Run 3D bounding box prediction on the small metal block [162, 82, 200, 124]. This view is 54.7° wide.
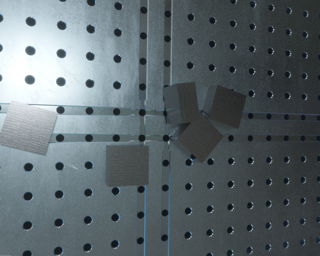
[{"bbox_3d":[0.027,-0.032,0.410,0.025,0.050,0.050,-9,93,-20],"label":"small metal block"}]

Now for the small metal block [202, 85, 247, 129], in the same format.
[{"bbox_3d":[0.092,-0.030,0.448,0.050,0.025,0.050,17,84,-20],"label":"small metal block"}]

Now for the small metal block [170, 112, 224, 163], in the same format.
[{"bbox_3d":[0.052,0.013,0.433,0.050,0.025,0.050,45,76,-15],"label":"small metal block"}]

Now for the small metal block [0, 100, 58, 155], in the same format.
[{"bbox_3d":[-0.151,0.000,0.357,0.050,0.025,0.050,17,84,-20],"label":"small metal block"}]

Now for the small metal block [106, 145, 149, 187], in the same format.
[{"bbox_3d":[-0.042,0.047,0.398,0.050,0.025,0.050,1,90,-21],"label":"small metal block"}]
